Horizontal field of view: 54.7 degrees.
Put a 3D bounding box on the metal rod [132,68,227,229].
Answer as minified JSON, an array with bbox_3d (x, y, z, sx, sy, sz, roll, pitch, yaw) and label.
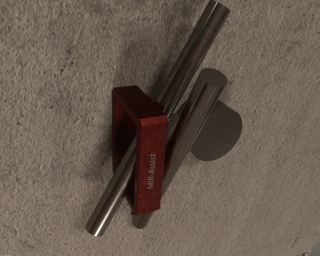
[{"bbox_3d":[0.007,0.051,0.375,0.025,0.025,0.298,-7,143,-25],"label":"metal rod"}]

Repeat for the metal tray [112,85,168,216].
[{"bbox_3d":[-0.028,0.026,0.366,0.030,0.090,0.129,-10,123,-24],"label":"metal tray"}]

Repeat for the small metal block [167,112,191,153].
[{"bbox_3d":[0.006,0.014,0.396,0.050,0.050,0.025,-19,164,-6],"label":"small metal block"}]

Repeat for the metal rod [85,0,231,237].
[{"bbox_3d":[-0.009,0.000,0.355,0.025,0.025,0.298,21,105,-36],"label":"metal rod"}]

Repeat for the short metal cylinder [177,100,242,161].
[{"bbox_3d":[0.065,-0.001,0.428,0.081,0.050,0.079,-14,125,-21],"label":"short metal cylinder"}]
